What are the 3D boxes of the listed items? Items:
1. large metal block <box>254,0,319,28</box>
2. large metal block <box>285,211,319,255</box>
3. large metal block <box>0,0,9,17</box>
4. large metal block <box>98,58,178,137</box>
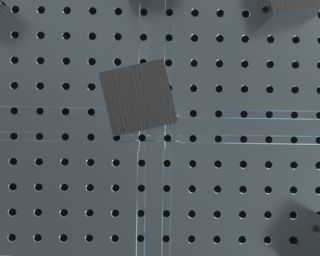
[{"bbox_3d":[0.169,-0.185,0.403,0.080,0.050,0.080,-13,90,-1],"label":"large metal block"},{"bbox_3d":[0.212,0.162,0.389,0.050,0.080,0.080,32,90,-1],"label":"large metal block"},{"bbox_3d":[-0.254,-0.170,0.382,0.080,0.080,0.050,37,90,-1],"label":"large metal block"},{"bbox_3d":[-0.027,-0.037,0.401,0.080,0.050,0.080,-13,90,-1],"label":"large metal block"}]
